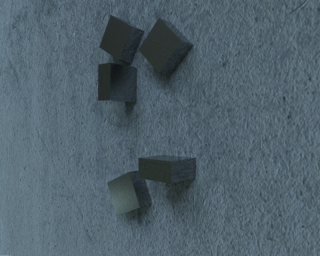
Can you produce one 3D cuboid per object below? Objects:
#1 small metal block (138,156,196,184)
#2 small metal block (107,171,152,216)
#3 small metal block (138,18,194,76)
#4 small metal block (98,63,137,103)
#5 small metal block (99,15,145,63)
[{"bbox_3d":[0.009,0.049,0.381,0.050,0.050,0.025,1,91,40],"label":"small metal block"},{"bbox_3d":[-0.044,0.093,0.441,0.050,0.025,0.050,-30,72,36],"label":"small metal block"},{"bbox_3d":[0.007,-0.104,0.400,0.050,0.025,0.050,-52,60,27],"label":"small metal block"},{"bbox_3d":[-0.059,-0.062,0.438,0.025,0.050,0.050,2,91,40],"label":"small metal block"},{"bbox_3d":[-0.056,-0.130,0.452,0.050,0.025,0.050,38,113,33],"label":"small metal block"}]
